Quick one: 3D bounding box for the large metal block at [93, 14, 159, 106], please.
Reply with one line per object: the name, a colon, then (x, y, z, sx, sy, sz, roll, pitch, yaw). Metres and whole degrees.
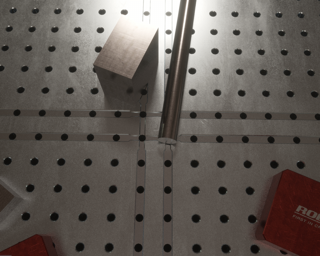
large metal block: (-0.041, -0.087, 0.414, 0.050, 0.080, 0.080, 22, 71, 7)

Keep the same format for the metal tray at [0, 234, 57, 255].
metal tray: (-0.173, 0.187, 0.339, 0.131, 0.030, 0.090, -25, 72, -9)

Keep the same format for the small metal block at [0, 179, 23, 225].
small metal block: (-0.207, 0.090, 0.376, 0.050, 0.025, 0.050, 36, 74, 11)

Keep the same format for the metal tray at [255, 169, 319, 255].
metal tray: (0.193, 0.116, 0.369, 0.130, 0.030, 0.090, 23, 71, 7)

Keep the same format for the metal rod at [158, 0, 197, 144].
metal rod: (0.032, -0.122, 0.456, 0.025, 0.025, 0.299, 8, 70, 3)
